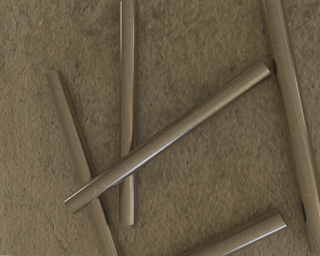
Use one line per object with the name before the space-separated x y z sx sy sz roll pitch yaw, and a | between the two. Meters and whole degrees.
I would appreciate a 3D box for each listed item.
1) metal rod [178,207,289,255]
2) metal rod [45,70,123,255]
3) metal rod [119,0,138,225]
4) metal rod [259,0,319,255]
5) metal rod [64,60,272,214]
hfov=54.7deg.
metal rod | 0.021 0.181 0.400 0.300 0.025 0.025 -33 80 16
metal rod | -0.108 0.059 0.445 0.025 0.025 0.299 -22 83 18
metal rod | -0.043 -0.021 0.422 0.025 0.025 0.298 0 90 19
metal rod | 0.154 -0.010 0.354 0.025 0.025 0.298 -11 86 19
metal rod | 0.003 0.016 0.388 0.300 0.025 0.025 -36 79 8
